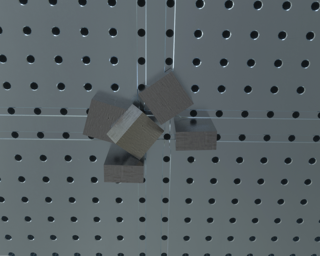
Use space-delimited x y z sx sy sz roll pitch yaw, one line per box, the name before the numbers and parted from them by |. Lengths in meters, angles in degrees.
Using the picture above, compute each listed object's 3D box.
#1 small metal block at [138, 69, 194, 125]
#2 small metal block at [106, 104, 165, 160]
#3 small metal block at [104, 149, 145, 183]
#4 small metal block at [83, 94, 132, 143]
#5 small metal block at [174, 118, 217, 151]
small metal block | 0.008 -0.041 0.399 0.050 0.025 0.050 -33 107 11
small metal block | -0.031 0.006 0.397 0.050 0.025 0.050 -50 136 -1
small metal block | -0.046 0.050 0.418 0.050 0.050 0.025 2 110 -1
small metal block | -0.069 -0.011 0.408 0.050 0.025 0.050 17 109 -7
small metal block | 0.044 0.007 0.404 0.050 0.050 0.025 -1 110 0
